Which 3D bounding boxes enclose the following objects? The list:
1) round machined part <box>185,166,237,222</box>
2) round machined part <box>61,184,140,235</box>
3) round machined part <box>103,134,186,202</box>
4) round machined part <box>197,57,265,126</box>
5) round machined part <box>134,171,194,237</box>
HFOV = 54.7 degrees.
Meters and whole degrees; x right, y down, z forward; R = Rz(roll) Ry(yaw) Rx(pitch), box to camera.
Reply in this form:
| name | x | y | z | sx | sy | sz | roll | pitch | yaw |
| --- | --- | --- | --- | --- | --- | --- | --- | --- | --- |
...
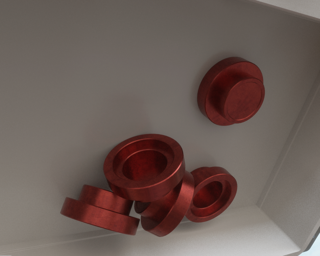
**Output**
| name | x | y | z | sx | sy | sz | roll | pitch | yaw |
| --- | --- | --- | --- | --- | --- | --- | --- | --- | --- |
| round machined part | 0.073 | 0.102 | 0.503 | 0.099 | 0.042 | 0.097 | -14 | 125 | -21 |
| round machined part | -0.072 | 0.102 | 0.397 | 0.098 | 0.098 | 0.042 | 31 | 69 | -39 |
| round machined part | -0.017 | 0.053 | 0.387 | 0.099 | 0.098 | 0.042 | -23 | 127 | -15 |
| round machined part | 0.105 | -0.045 | 0.429 | 0.099 | 0.042 | 0.097 | -14 | 125 | -21 |
| round machined part | 0.000 | 0.094 | 0.427 | 0.042 | 0.098 | 0.098 | 32 | 101 | -17 |
